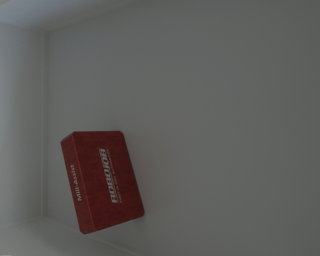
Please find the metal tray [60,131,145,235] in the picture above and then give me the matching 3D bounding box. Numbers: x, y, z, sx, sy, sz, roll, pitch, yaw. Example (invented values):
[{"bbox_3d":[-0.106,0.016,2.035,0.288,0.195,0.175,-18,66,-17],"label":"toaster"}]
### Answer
[{"bbox_3d":[-0.078,0.070,0.430,0.030,0.091,0.130,-27,73,37],"label":"metal tray"}]
